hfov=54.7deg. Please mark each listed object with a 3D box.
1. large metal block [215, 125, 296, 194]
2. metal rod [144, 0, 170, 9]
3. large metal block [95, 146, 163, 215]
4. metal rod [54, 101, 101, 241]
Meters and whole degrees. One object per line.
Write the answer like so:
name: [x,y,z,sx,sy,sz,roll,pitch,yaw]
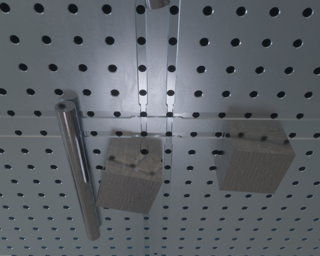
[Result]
large metal block: [0.128,0.045,0.435,0.081,0.050,0.079,5,130,-4]
metal rod: [-0.033,-0.233,0.212,0.025,0.025,0.299,-9,130,8]
large metal block: [-0.046,0.080,0.462,0.081,0.050,0.079,13,129,-11]
metal rod: [-0.121,0.086,0.483,0.025,0.025,0.298,1,130,-1]
